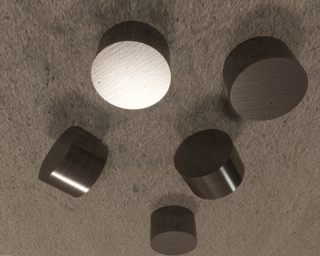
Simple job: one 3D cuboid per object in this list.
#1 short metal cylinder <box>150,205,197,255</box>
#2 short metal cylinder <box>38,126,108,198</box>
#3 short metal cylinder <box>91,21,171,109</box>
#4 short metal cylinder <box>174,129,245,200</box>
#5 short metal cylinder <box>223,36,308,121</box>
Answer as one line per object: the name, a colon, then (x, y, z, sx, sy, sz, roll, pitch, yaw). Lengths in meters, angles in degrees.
short metal cylinder: (0.023, 0.181, 0.546, 0.081, 0.050, 0.079, 0, 130, 0)
short metal cylinder: (-0.113, 0.044, 0.407, 0.050, 0.080, 0.080, 37, 121, -27)
short metal cylinder: (-0.029, -0.067, 0.333, 0.081, 0.050, 0.079, 0, 130, 0)
short metal cylinder: (0.066, 0.047, 0.413, 0.080, 0.080, 0.050, -21, 127, 17)
short metal cylinder: (0.115, -0.055, 0.346, 0.081, 0.050, 0.079, 0, 130, 0)
